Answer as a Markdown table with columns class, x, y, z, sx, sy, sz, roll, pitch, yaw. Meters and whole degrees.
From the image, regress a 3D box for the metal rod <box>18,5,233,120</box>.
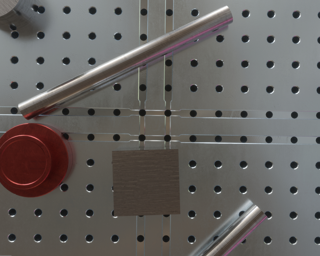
| class | x | y | z | sx | sy | sz | roll | pitch | yaw |
| --- | --- | --- | --- | --- | --- | --- | --- | --- | --- |
| metal rod | -0.044 | -0.087 | 0.412 | 0.301 | 0.025 | 0.025 | -26 | 90 | -1 |

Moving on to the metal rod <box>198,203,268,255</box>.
| class | x | y | z | sx | sy | sz | roll | pitch | yaw |
| --- | --- | --- | --- | --- | --- | --- | --- | --- | --- |
| metal rod | 0.025 | 0.213 | 0.413 | 0.300 | 0.025 | 0.025 | -43 | 91 | -1 |

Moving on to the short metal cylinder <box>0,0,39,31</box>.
| class | x | y | z | sx | sy | sz | roll | pitch | yaw |
| --- | --- | --- | --- | --- | --- | --- | --- | --- | --- |
| short metal cylinder | -0.206 | -0.172 | 0.398 | 0.081 | 0.050 | 0.079 | 0 | 90 | -1 |

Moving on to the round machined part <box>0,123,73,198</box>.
| class | x | y | z | sx | sy | sz | roll | pitch | yaw |
| --- | --- | --- | --- | --- | --- | --- | --- | --- | --- |
| round machined part | -0.169 | 0.042 | 0.403 | 0.099 | 0.042 | 0.097 | 0 | 90 | -1 |

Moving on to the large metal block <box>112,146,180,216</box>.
| class | x | y | z | sx | sy | sz | roll | pitch | yaw |
| --- | --- | --- | --- | --- | --- | --- | --- | --- | --- |
| large metal block | -0.017 | 0.066 | 0.401 | 0.081 | 0.050 | 0.079 | -2 | 90 | -1 |
